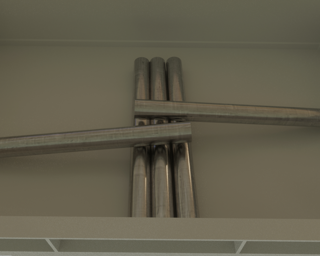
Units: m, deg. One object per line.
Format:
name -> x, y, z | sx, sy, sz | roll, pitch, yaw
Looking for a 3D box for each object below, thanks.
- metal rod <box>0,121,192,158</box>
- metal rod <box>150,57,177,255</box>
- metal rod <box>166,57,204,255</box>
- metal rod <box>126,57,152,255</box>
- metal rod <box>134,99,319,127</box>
metal rod -> -0.114, 0.017, 0.367 | 0.302, 0.025, 0.025 | -5, 50, 3
metal rod -> 0.000, 0.012, 0.393 | 0.025, 0.025, 0.300 | -1, 50, -1
metal rod -> 0.026, 0.012, 0.394 | 0.025, 0.025, 0.300 | -1, 50, -1
metal rod -> -0.024, 0.013, 0.392 | 0.025, 0.025, 0.300 | -1, 50, -1
metal rod -> 0.119, -0.017, 0.397 | 0.302, 0.025, 0.025 | 2, 50, -7
